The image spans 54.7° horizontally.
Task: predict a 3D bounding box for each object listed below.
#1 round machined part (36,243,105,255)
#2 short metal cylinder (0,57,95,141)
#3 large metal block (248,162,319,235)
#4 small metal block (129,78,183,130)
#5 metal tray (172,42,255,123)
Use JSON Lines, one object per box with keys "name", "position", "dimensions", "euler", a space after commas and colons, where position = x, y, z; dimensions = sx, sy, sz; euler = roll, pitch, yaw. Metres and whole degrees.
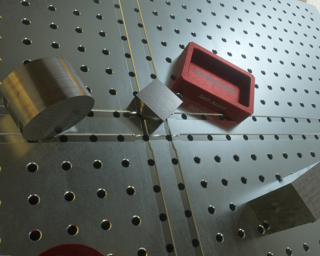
{"name": "round machined part", "position": [-0.078, 0.150, 0.265], "dimensions": [0.099, 0.042, 0.098], "euler": [14, 56, -21]}
{"name": "short metal cylinder", "position": [-0.118, -0.030, 0.328], "dimensions": [0.081, 0.080, 0.050], "euler": [-26, 76, -37]}
{"name": "large metal block", "position": [0.182, 0.094, 0.416], "dimensions": [0.081, 0.080, 0.050], "euler": [-20, 73, -36]}
{"name": "small metal block", "position": [-0.005, -0.034, 0.428], "dimensions": [0.050, 0.025, 0.050], "euler": [43, 51, 1]}
{"name": "metal tray", "position": [0.090, -0.074, 0.500], "dimensions": [0.131, 0.030, 0.090], "euler": [25, 53, -13]}
